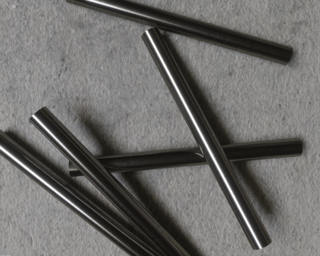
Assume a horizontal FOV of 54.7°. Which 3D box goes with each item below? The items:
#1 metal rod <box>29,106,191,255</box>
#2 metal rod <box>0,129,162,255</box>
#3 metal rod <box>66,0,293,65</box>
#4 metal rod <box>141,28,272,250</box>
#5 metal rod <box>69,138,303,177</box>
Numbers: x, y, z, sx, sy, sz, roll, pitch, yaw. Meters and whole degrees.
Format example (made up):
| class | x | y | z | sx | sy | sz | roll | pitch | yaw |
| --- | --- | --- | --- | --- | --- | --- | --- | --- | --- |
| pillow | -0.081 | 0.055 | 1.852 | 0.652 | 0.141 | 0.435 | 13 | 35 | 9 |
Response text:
| class | x | y | z | sx | sy | sz | roll | pitch | yaw |
| --- | --- | --- | --- | --- | --- | --- | --- | --- | --- |
| metal rod | -0.046 | 0.092 | 0.390 | 0.025 | 0.025 | 0.300 | -43 | 98 | 0 |
| metal rod | -0.101 | 0.104 | 0.408 | 0.300 | 0.025 | 0.025 | 38 | 90 | -1 |
| metal rod | 0.025 | -0.137 | 0.410 | 0.302 | 0.025 | 0.025 | 16 | 90 | -1 |
| metal rod | 0.054 | 0.006 | 0.389 | 0.025 | 0.025 | 0.299 | -27 | 82 | 0 |
| metal rod | 0.034 | 0.039 | 0.410 | 0.302 | 0.025 | 0.025 | -5 | 90 | -1 |
